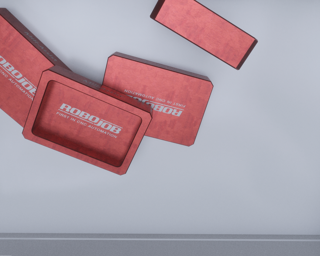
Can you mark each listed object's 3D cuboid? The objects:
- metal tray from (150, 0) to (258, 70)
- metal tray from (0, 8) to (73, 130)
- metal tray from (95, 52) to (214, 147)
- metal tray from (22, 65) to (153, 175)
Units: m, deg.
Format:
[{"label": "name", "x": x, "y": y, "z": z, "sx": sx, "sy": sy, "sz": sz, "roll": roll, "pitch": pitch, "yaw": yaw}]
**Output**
[{"label": "metal tray", "x": 0.037, "y": -0.104, "z": 0.317, "sx": 0.090, "sy": 0.130, "sz": 0.030, "roll": 28, "pitch": 108, "yaw": -10}, {"label": "metal tray", "x": -0.175, "y": -0.069, "z": 0.381, "sx": 0.090, "sy": 0.030, "sz": 0.130, "roll": -42, "pitch": 105, "yaw": 13}, {"label": "metal tray", "x": -0.009, "y": -0.036, "z": 0.395, "sx": 0.131, "sy": 0.030, "sz": 0.089, "roll": 14, "pitch": 109, "yaw": -6}, {"label": "metal tray", "x": -0.085, "y": -0.008, "z": 0.371, "sx": 0.131, "sy": 0.030, "sz": 0.089, "roll": 23, "pitch": 108, "yaw": -9}]
